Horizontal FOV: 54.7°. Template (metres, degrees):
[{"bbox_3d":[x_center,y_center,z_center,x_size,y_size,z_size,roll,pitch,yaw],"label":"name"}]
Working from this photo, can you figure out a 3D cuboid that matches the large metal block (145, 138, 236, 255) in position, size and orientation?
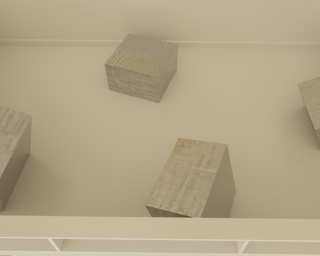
[{"bbox_3d":[0.036,0.069,0.305,0.050,0.080,0.080,7,48,28],"label":"large metal block"}]

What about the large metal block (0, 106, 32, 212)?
[{"bbox_3d":[-0.179,0.032,0.333,0.050,0.080,0.080,17,49,-11],"label":"large metal block"}]

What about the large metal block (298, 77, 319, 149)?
[{"bbox_3d":[0.231,-0.026,0.391,0.080,0.050,0.080,-18,46,22],"label":"large metal block"}]

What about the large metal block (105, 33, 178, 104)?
[{"bbox_3d":[-0.025,-0.091,0.465,0.080,0.050,0.080,17,52,13],"label":"large metal block"}]
